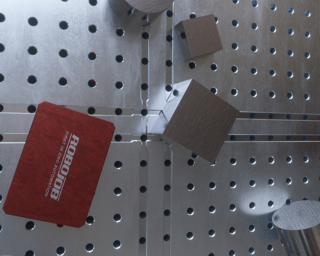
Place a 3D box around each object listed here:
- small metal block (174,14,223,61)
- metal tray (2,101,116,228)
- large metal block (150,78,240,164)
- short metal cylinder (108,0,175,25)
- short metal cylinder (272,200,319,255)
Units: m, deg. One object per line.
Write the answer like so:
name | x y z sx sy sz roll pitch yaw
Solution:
small metal block | 0.054 -0.126 0.432 0.050 0.025 0.050 -19 97 -19
metal tray | -0.117 0.043 0.367 0.091 0.030 0.129 19 84 -19
large metal block | 0.046 -0.008 0.416 0.080 0.050 0.080 32 80 -18
short metal cylinder | -0.023 -0.177 0.390 0.081 0.050 0.079 0 90 -20
short metal cylinder | 0.217 0.151 0.464 0.081 0.080 0.050 -25 99 -18
